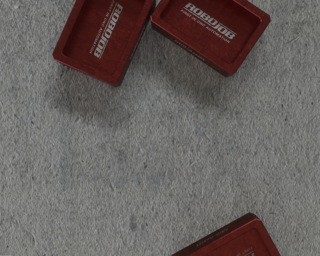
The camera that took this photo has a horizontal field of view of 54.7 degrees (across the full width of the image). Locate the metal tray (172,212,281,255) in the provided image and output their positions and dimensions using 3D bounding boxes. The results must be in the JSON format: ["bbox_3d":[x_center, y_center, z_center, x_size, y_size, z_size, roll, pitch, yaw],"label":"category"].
[{"bbox_3d":[0.091,0.183,0.408,0.130,0.030,0.090,-29,90,0],"label":"metal tray"}]

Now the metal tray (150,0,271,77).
[{"bbox_3d":[0.064,-0.139,0.407,0.130,0.030,0.090,34,90,0],"label":"metal tray"}]

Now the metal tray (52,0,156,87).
[{"bbox_3d":[-0.071,-0.130,0.406,0.090,0.030,0.129,24,90,0],"label":"metal tray"}]
